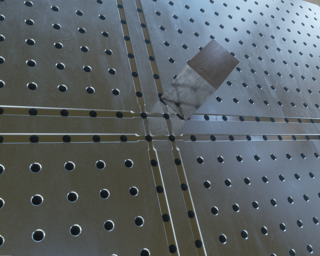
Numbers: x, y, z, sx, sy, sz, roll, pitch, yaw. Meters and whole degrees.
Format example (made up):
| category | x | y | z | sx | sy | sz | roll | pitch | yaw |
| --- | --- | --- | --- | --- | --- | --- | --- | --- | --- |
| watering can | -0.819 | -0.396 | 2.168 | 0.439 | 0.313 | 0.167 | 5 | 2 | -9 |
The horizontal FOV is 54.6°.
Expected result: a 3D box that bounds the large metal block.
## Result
| category | x | y | z | sx | sy | sz | roll | pitch | yaw |
| --- | --- | --- | --- | --- | --- | --- | --- | --- | --- |
| large metal block | 0.057 | -0.069 | 0.445 | 0.050 | 0.080 | 0.080 | 42 | 51 | 0 |
